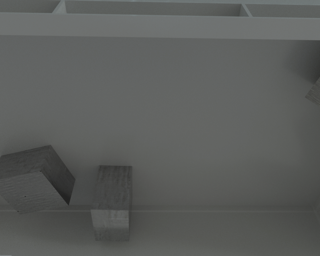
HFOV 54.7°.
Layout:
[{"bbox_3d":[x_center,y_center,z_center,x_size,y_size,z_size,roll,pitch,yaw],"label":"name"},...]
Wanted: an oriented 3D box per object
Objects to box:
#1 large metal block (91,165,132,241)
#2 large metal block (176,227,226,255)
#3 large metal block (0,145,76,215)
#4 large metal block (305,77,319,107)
[{"bbox_3d":[-0.070,0.114,0.469,0.050,0.080,0.079,2,130,-2],"label":"large metal block"},{"bbox_3d":[0.076,0.236,0.598,0.081,0.050,0.079,2,130,-3],"label":"large metal block"},{"bbox_3d":[-0.184,0.078,0.456,0.080,0.050,0.080,-12,129,10],"label":"large metal block"},{"bbox_3d":[0.221,-0.047,0.329,0.080,0.050,0.079,42,132,23],"label":"large metal block"}]
